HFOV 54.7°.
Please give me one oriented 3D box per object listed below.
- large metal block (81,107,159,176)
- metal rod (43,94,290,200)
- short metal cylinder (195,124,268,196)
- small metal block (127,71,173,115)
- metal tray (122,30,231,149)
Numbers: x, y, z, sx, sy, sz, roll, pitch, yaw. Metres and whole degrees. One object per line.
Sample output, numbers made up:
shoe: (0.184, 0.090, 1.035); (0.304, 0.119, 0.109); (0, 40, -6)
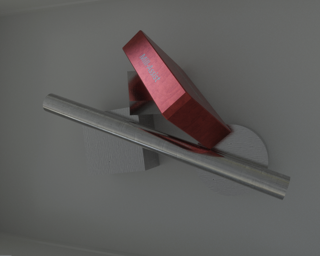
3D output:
large metal block: (-0.052, 0.017, 0.413); (0.080, 0.050, 0.080); (-8, 87, 19)
metal rod: (-0.009, 0.014, 0.357); (0.301, 0.025, 0.025); (19, 96, 18)
short metal cylinder: (0.086, 0.035, 0.365); (0.080, 0.050, 0.079); (0, 90, 19)
small metal block: (-0.013, -0.044, 0.377); (0.050, 0.025, 0.050); (-3, 53, -7)
metal tray: (0.016, -0.044, 0.342); (0.030, 0.090, 0.130); (-42, 47, 14)
